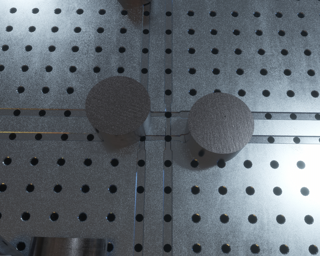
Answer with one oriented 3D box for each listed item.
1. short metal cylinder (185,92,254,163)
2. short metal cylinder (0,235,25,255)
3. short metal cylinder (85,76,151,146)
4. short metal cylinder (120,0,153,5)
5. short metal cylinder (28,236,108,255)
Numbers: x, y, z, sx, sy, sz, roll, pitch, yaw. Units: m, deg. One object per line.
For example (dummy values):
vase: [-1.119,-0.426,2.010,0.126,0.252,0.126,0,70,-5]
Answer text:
short metal cylinder: [0.074,0.001,0.399,0.081,0.050,0.080,0,70,0]
short metal cylinder: [-0.182,0.159,0.322,0.050,0.080,0.080,34,73,11]
short metal cylinder: [-0.052,-0.021,0.405,0.081,0.050,0.080,0,70,0]
short metal cylinder: [-0.039,-0.243,0.487,0.081,0.050,0.080,0,70,-1]
short metal cylinder: [-0.098,0.143,0.329,0.081,0.080,0.050,2,70,0]
